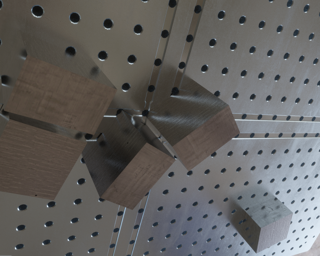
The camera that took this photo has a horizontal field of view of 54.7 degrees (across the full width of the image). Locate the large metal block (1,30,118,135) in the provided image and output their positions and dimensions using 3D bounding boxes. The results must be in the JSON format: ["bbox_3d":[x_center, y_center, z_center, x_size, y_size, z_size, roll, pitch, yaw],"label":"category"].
[{"bbox_3d":[-0.099,-0.043,0.296,0.081,0.080,0.050,19,108,-36],"label":"large metal block"}]

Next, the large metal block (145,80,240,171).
[{"bbox_3d":[0.040,-0.006,0.396,0.080,0.080,0.050,-36,130,-4],"label":"large metal block"}]

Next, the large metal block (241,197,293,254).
[{"bbox_3d":[0.221,0.201,0.644,0.081,0.050,0.079,-17,125,-19],"label":"large metal block"}]

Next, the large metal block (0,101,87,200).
[{"bbox_3d":[-0.139,0.025,0.335,0.080,0.050,0.080,22,106,-37],"label":"large metal block"}]

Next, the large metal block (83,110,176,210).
[{"bbox_3d":[-0.040,0.037,0.378,0.050,0.080,0.080,34,99,-39],"label":"large metal block"}]
